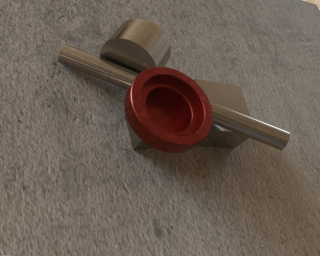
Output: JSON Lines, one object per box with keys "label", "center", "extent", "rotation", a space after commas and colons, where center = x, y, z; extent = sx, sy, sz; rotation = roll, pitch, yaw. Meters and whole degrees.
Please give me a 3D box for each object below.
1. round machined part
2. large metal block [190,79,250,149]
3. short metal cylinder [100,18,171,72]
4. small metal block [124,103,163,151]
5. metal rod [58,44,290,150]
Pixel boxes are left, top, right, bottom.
{"label": "round machined part", "center": [0.006, -0.016, 0.346], "extent": [0.099, 0.042, 0.098], "rotation": [13, 57, -22]}
{"label": "large metal block", "center": [0.080, -0.018, 0.446], "extent": [0.081, 0.050, 0.080], "rotation": [4, 60, -27]}
{"label": "short metal cylinder", "center": [-0.032, -0.097, 0.413], "extent": [0.080, 0.080, 0.050], "rotation": [33, 51, -8]}
{"label": "small metal block", "center": [-0.019, -0.006, 0.384], "extent": [0.025, 0.050, 0.050], "rotation": [-2, 63, -30]}
{"label": "metal rod", "center": [0.016, -0.039, 0.391], "extent": [0.301, 0.025, 0.025], "rotation": [22, 52, 2]}
